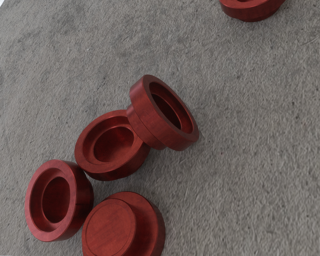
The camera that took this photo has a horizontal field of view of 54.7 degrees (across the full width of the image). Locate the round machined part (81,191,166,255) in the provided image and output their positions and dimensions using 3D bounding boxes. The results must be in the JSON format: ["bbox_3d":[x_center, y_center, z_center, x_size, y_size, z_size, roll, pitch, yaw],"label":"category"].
[{"bbox_3d":[-0.047,0.118,0.346,0.098,0.042,0.098,-13,56,21],"label":"round machined part"}]

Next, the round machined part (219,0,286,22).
[{"bbox_3d":[0.135,-0.190,0.439,0.098,0.042,0.098,-13,56,21],"label":"round machined part"}]

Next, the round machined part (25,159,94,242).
[{"bbox_3d":[-0.122,0.091,0.390,0.098,0.042,0.098,-10,72,33],"label":"round machined part"}]

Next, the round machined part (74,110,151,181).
[{"bbox_3d":[-0.056,0.026,0.399,0.098,0.042,0.098,-12,47,14],"label":"round machined part"}]

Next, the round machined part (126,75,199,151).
[{"bbox_3d":[-0.001,-0.013,0.368,0.042,0.098,0.098,-39,49,22],"label":"round machined part"}]
